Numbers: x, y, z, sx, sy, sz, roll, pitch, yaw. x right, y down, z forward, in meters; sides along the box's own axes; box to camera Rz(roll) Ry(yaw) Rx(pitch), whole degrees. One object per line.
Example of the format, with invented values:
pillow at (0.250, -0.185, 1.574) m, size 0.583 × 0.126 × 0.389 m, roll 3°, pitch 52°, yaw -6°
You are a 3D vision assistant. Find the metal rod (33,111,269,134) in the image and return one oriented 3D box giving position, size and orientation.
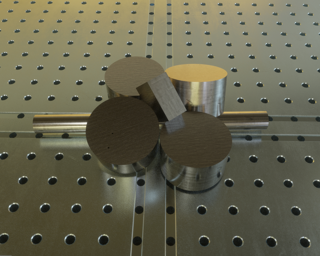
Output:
metal rod at (-0.011, -0.008, 0.409) m, size 0.302 × 0.025 × 0.025 m, roll -1°, pitch 50°, yaw -1°

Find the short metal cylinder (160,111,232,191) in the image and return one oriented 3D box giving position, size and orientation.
short metal cylinder at (0.040, 0.026, 0.364) m, size 0.081 × 0.050 × 0.080 m, roll 0°, pitch 50°, yaw 0°

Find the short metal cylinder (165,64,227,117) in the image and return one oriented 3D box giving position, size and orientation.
short metal cylinder at (0.047, -0.050, 0.412) m, size 0.081 × 0.050 × 0.080 m, roll 0°, pitch 27°, yaw 0°

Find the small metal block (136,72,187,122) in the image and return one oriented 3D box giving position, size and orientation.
small metal block at (0.000, -0.035, 0.370) m, size 0.025 × 0.050 × 0.050 m, roll -32°, pitch 99°, yaw -17°

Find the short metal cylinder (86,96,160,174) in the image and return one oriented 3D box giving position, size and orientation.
short metal cylinder at (-0.041, 0.010, 0.362) m, size 0.081 × 0.050 × 0.080 m, roll 0°, pitch 70°, yaw -1°

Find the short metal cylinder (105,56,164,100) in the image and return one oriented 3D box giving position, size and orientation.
short metal cylinder at (-0.033, -0.055, 0.432) m, size 0.081 × 0.050 × 0.080 m, roll 0°, pitch 50°, yaw 0°
